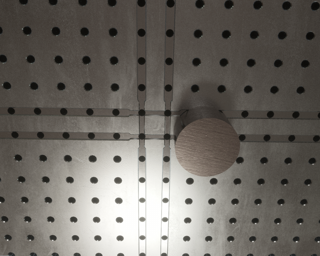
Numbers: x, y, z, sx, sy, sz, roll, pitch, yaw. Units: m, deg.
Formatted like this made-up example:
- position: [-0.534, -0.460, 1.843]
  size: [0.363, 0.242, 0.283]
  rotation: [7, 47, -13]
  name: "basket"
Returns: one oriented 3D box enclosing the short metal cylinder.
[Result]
- position: [0.059, 0.017, 0.407]
  size: [0.081, 0.050, 0.079]
  rotation: [0, 110, -1]
  name: "short metal cylinder"
